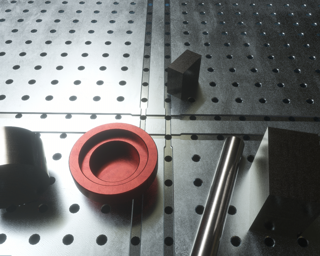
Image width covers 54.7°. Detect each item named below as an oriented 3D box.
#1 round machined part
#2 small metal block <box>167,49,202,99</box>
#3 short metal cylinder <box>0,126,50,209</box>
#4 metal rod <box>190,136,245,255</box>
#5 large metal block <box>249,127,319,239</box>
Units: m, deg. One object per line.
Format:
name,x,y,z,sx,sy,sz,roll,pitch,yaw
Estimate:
round machined part,-0.051,0.044,0.359,0.099,0.042,0.098,0,50,0
small metal block,0.036,-0.079,0.459,0.025,0.050,0.050,29,56,22
short metal cylinder,-0.165,0.044,0.333,0.081,0.080,0.050,-16,52,-14
metal rod,0.042,0.126,0.301,0.025,0.025,0.301,16,52,13
large metal block,0.129,0.058,0.325,0.050,0.080,0.080,9,51,7
